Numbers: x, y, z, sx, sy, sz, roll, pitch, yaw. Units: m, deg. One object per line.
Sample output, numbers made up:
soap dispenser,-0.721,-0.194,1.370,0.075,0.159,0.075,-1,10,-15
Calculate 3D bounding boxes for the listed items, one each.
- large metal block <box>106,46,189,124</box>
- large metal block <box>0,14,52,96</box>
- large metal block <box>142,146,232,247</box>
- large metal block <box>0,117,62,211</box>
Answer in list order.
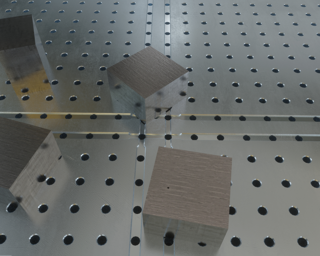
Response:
large metal block,-0.017,-0.064,0.445,0.080,0.050,0.080,-35,59,-26
large metal block,-0.202,-0.109,0.461,0.050,0.080,0.080,-14,52,-12
large metal block,0.030,0.072,0.331,0.080,0.050,0.080,9,51,7
large metal block,-0.176,0.038,0.357,0.080,0.050,0.080,14,51,11
